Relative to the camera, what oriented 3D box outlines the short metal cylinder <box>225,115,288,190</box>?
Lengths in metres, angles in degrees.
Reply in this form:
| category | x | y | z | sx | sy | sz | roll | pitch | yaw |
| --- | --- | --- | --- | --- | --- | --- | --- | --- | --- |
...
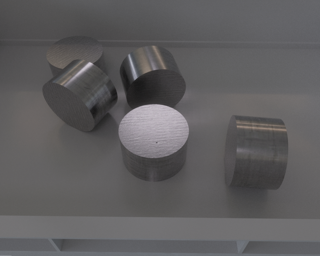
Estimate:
| category | x | y | z | sx | sy | sz | roll | pitch | yaw |
| --- | --- | --- | --- | --- | --- | --- | --- | --- | --- |
| short metal cylinder | 0.104 | 0.027 | 0.347 | 0.050 | 0.080 | 0.080 | 5 | 50 | 4 |

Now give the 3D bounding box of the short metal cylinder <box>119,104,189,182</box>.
| category | x | y | z | sx | sy | sz | roll | pitch | yaw |
| --- | --- | --- | --- | --- | --- | --- | --- | --- | --- |
| short metal cylinder | -0.007 | 0.017 | 0.374 | 0.081 | 0.050 | 0.080 | 0 | 50 | 0 |

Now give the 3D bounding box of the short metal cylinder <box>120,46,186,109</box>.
| category | x | y | z | sx | sy | sz | roll | pitch | yaw |
| --- | --- | --- | --- | --- | --- | --- | --- | --- | --- |
| short metal cylinder | -0.011 | -0.064 | 0.423 | 0.081 | 0.080 | 0.050 | -11 | 51 | -10 |

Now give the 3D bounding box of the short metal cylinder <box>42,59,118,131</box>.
| category | x | y | z | sx | sy | sz | roll | pitch | yaw |
| --- | --- | --- | --- | --- | --- | --- | --- | --- | --- |
| short metal cylinder | -0.103 | -0.042 | 0.403 | 0.080 | 0.080 | 0.050 | 23 | 54 | 18 |

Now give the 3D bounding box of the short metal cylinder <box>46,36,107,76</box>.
| category | x | y | z | sx | sy | sz | roll | pitch | yaw |
| --- | --- | --- | --- | --- | --- | --- | --- | --- | --- |
| short metal cylinder | -0.123 | -0.095 | 0.468 | 0.080 | 0.050 | 0.080 | 0 | 50 | 0 |
